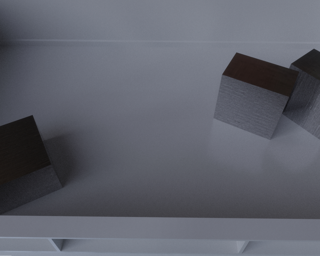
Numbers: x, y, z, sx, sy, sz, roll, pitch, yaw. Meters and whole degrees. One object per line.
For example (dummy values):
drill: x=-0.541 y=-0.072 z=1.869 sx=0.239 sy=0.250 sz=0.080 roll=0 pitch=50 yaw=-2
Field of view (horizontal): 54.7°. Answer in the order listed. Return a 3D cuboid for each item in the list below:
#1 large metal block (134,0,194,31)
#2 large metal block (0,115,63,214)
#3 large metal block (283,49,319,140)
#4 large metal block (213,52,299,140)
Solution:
large metal block: x=0.008 y=-0.240 z=0.593 sx=0.080 sy=0.050 sz=0.080 roll=34 pitch=58 yaw=25
large metal block: x=-0.168 y=0.042 z=0.352 sx=0.081 sy=0.050 sz=0.080 roll=-22 pitch=54 yaw=-18
large metal block: x=0.208 y=-0.043 z=0.407 sx=0.050 sy=0.080 sz=0.080 roll=-32 pitch=57 yaw=-24
large metal block: x=0.122 y=-0.041 z=0.404 sx=0.080 sy=0.080 sz=0.050 roll=23 pitch=54 yaw=18
